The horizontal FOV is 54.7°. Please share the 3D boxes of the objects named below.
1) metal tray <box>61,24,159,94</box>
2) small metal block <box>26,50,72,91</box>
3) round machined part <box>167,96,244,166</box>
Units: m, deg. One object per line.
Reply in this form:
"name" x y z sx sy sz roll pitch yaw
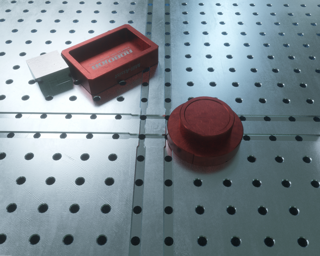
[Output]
"metal tray" -0.078 -0.115 0.499 0.131 0.030 0.090 -32 57 -25
"small metal block" -0.172 -0.090 0.481 0.050 0.025 0.050 -26 55 -20
"round machined part" 0.058 -0.003 0.400 0.099 0.042 0.098 0 50 0
